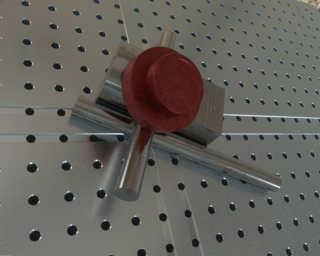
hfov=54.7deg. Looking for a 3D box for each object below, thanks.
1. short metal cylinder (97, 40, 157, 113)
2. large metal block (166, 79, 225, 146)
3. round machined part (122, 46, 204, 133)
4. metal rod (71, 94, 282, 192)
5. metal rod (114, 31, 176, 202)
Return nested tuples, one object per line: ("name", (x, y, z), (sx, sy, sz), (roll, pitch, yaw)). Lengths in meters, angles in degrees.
("short metal cylinder", (-0.041, -0.063, 0.389), (0.050, 0.080, 0.080), (23, 53, -15))
("large metal block", (0.040, -0.027, 0.427), (0.080, 0.050, 0.080), (23, 53, -15))
("round machined part", (0.010, -0.045, 0.347), (0.099, 0.042, 0.097), (7, 78, -34))
("metal rod", (0.033, 0.026, 0.411), (0.302, 0.025, 0.025), (22, 53, -15))
("metal rod", (-0.009, -0.042, 0.405), (0.025, 0.025, 0.300), (25, 45, -13))
